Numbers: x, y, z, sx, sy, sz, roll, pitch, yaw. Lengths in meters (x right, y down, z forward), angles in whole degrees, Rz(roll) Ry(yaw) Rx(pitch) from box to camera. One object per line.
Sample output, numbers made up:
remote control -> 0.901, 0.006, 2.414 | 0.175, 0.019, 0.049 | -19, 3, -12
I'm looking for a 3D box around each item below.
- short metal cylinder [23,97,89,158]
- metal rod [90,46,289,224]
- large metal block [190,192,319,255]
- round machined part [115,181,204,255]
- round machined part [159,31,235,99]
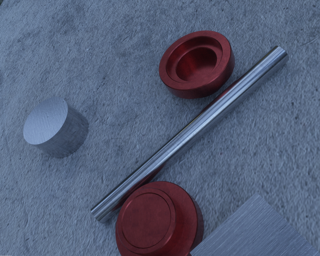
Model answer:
short metal cylinder -> -0.157, 0.000, 0.470 | 0.080, 0.050, 0.080 | -13, 56, 21
metal rod -> 0.037, 0.008, 0.379 | 0.300, 0.025, 0.025 | -41, 51, -1
large metal block -> 0.088, 0.118, 0.269 | 0.080, 0.050, 0.080 | -42, 51, -1
round machined part -> -0.006, 0.103, 0.333 | 0.098, 0.042, 0.098 | -13, 56, 21
round machined part -> 0.052, -0.079, 0.415 | 0.098, 0.042, 0.098 | -13, 56, 21
